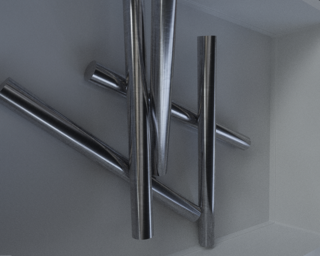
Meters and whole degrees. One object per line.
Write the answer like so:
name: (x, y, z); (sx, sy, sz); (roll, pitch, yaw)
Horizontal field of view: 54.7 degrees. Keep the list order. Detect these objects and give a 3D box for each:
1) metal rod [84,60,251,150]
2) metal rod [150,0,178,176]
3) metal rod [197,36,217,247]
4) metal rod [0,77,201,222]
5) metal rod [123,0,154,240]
metal rod: (0.033, -0.019, 0.434); (0.302, 0.025, 0.025); (22, 76, -38)
metal rod: (0.002, -0.070, 0.327); (0.025, 0.025, 0.298); (-26, 132, -37)
metal rod: (0.066, 0.026, 0.434); (0.025, 0.025, 0.298); (-13, 106, -39)
metal rod: (-0.048, 0.043, 0.365); (0.301, 0.025, 0.025); (40, 66, -33)
metal rod: (-0.025, -0.025, 0.351); (0.025, 0.025, 0.298); (-4, 92, -40)
